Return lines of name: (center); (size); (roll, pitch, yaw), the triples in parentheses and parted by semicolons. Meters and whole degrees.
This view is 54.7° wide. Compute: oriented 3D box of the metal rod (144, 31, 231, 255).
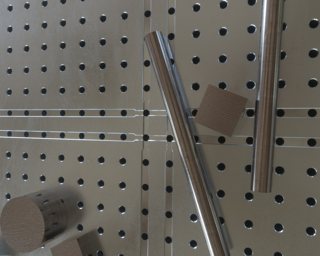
metal rod: (0.033, 0.018, 0.400); (0.025, 0.025, 0.299); (-19, 84, 19)

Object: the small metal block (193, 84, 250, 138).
small metal block: (0.077, -0.021, 0.385); (0.050, 0.025, 0.050); (24, 98, 18)

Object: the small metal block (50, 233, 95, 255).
small metal block: (-0.127, 0.191, 0.457); (0.050, 0.025, 0.050); (-25, 82, 18)

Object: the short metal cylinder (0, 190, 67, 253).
short metal cylinder: (-0.189, 0.138, 0.466); (0.080, 0.050, 0.080); (0, 90, 20)

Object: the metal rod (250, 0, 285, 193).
metal rod: (0.129, -0.074, 0.366); (0.025, 0.025, 0.298); (4, 91, 20)
